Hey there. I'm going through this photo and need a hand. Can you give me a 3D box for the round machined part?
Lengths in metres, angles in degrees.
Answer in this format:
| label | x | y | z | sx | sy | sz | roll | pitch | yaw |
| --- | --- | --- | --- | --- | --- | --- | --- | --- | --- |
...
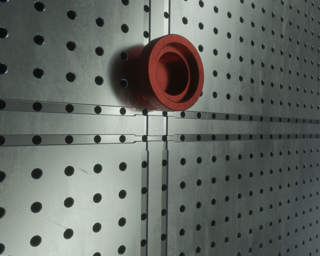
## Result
| label | x | y | z | sx | sy | sz | roll | pitch | yaw |
| --- | --- | --- | --- | --- | --- | --- | --- | --- | --- |
| round machined part | 0.010 | -0.070 | 0.408 | 0.099 | 0.042 | 0.097 | 0 | 90 | -40 |
